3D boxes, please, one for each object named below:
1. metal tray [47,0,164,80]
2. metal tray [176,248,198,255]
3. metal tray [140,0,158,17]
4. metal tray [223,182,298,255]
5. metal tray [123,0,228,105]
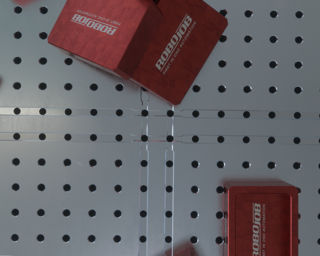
[{"bbox_3d":[-0.071,-0.122,0.379,0.130,0.030,0.090,27,90,31],"label":"metal tray"},{"bbox_3d":[0.010,0.233,0.411,0.130,0.030,0.090,-29,90,0],"label":"metal tray"},{"bbox_3d":[-0.010,-0.194,0.359,0.030,0.130,0.090,31,90,7],"label":"metal tray"},{"bbox_3d":[0.132,0.139,0.411,0.090,0.030,0.129,0,90,0],"label":"metal tray"},{"bbox_3d":[0.016,-0.106,0.399,0.090,0.030,0.130,31,90,-16],"label":"metal tray"}]
